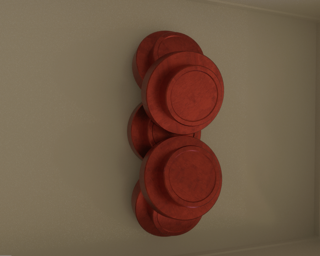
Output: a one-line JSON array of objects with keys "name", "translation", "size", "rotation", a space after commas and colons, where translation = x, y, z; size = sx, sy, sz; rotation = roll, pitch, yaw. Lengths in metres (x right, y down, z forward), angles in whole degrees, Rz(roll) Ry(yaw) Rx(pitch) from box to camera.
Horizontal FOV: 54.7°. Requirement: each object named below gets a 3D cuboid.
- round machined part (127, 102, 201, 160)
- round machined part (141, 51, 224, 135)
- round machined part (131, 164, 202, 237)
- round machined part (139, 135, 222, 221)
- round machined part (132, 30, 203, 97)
[{"name": "round machined part", "translation": [0.010, 0.004, 0.404], "size": [0.099, 0.042, 0.097], "rotation": [0, 89, -20]}, {"name": "round machined part", "translation": [0.031, -0.039, 0.357], "size": [0.099, 0.042, 0.097], "rotation": [-5, 104, -19]}, {"name": "round machined part", "translation": [0.017, 0.095, 0.392], "size": [0.099, 0.042, 0.097], "rotation": [-6, 107, -18]}, {"name": "round machined part", "translation": [0.029, 0.056, 0.356], "size": [0.099, 0.042, 0.098], "rotation": [4, 77, -19]}, {"name": "round machined part", "translation": [0.017, -0.082, 0.394], "size": [0.099, 0.042, 0.098], "rotation": [6, 72, -19]}]
